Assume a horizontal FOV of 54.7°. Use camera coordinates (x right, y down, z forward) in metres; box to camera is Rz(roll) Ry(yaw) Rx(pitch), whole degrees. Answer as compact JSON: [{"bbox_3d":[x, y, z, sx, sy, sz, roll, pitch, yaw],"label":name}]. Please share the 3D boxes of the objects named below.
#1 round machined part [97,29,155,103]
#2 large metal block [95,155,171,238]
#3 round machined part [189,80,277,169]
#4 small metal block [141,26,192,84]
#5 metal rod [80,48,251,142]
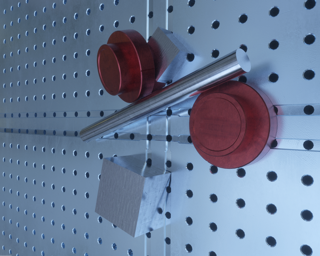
[{"bbox_3d":[-0.052,-0.081,0.419,0.098,0.042,0.097,32,131,47],"label":"round machined part"},{"bbox_3d":[-0.039,0.089,0.425,0.080,0.050,0.079,18,101,38],"label":"large metal block"},{"bbox_3d":[0.072,-0.004,0.339,0.098,0.042,0.097,0,90,40],"label":"round machined part"},{"bbox_3d":[0.005,-0.095,0.405,0.050,0.025,0.050,-51,60,28],"label":"small metal block"},{"bbox_3d":[-0.019,-0.027,0.406,0.299,0.025,0.025,-21,77,43],"label":"metal rod"}]
